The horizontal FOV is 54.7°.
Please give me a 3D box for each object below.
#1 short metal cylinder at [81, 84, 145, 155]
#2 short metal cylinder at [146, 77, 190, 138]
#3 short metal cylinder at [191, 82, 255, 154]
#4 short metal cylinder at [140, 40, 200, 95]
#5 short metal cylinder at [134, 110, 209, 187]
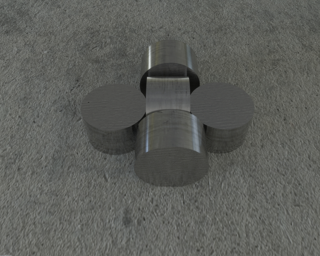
[{"bbox_3d":[-0.056,-0.012,0.398,0.081,0.050,0.080,1,50,-1],"label":"short metal cylinder"},{"bbox_3d":[0.010,-0.025,0.390,0.050,0.080,0.080,0,50,0],"label":"short metal cylinder"},{"bbox_3d":[0.075,-0.014,0.400,0.080,0.050,0.080,0,50,0],"label":"short metal cylinder"},{"bbox_3d":[0.013,-0.075,0.433,0.081,0.080,0.050,0,50,0],"label":"short metal cylinder"},{"bbox_3d":[0.012,0.025,0.349,0.081,0.080,0.050,0,50,0],"label":"short metal cylinder"}]
